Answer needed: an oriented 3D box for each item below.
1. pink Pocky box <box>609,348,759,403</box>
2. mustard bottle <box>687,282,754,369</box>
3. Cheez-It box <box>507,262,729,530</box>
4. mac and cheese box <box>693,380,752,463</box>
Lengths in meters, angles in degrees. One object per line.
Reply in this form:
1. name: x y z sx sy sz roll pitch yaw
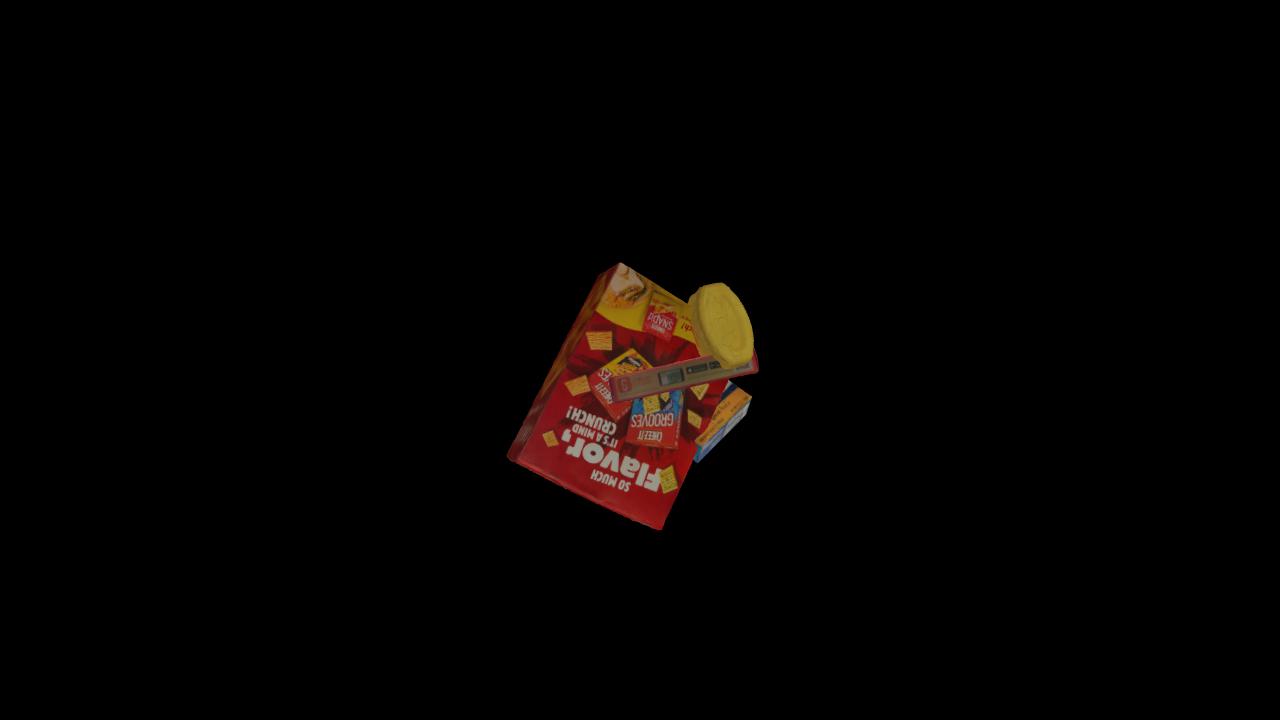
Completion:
1. pink Pocky box: 0.037 0.016 0.643 0.155 0.029 0.084 -12 -1 -11
2. mustard bottle: 0.061 -0.009 0.692 0.054 0.092 0.184 -19 -12 -23
3. Cheez-It box: -0.010 0.038 0.634 0.166 0.223 0.071 30 -16 -17
4. mac and cheese box: 0.025 0.024 0.691 0.184 0.041 0.093 37 57 23
